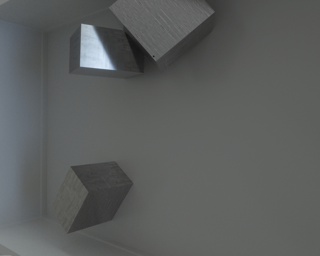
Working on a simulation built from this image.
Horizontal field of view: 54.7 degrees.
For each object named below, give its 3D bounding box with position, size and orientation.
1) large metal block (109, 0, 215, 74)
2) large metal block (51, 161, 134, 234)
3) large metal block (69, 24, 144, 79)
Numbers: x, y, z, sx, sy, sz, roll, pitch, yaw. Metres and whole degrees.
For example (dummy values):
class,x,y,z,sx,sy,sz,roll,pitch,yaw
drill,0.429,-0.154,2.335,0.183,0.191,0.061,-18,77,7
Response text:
class,x,y,z,sx,sy,sz,roll,pitch,yaw
large metal block,0.004,-0.123,0.353,0.080,0.050,0.080,-40,82,2
large metal block,-0.099,0.098,0.453,0.050,0.081,0.080,44,117,31
large metal block,-0.073,-0.098,0.415,0.080,0.081,0.050,-173,85,-64
